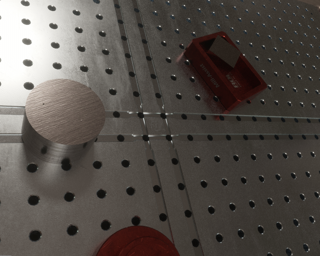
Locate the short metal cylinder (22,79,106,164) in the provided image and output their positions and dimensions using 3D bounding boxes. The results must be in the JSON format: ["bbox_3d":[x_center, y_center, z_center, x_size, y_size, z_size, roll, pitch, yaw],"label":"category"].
[{"bbox_3d":[-0.106,-0.007,0.340,0.081,0.050,0.080,14,56,-21],"label":"short metal cylinder"}]

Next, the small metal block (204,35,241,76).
[{"bbox_3d":[0.104,-0.122,0.525,0.050,0.025,0.050,36,51,-5],"label":"small metal block"}]

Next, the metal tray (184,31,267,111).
[{"bbox_3d":[0.113,-0.101,0.529,0.091,0.030,0.130,-27,77,-37],"label":"metal tray"}]

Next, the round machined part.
[{"bbox_3d":[-0.018,0.144,0.301,0.099,0.042,0.098,14,56,-21],"label":"round machined part"}]
